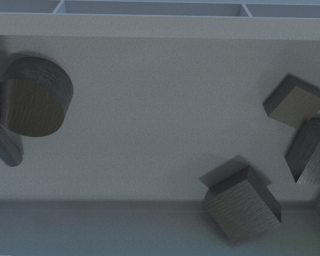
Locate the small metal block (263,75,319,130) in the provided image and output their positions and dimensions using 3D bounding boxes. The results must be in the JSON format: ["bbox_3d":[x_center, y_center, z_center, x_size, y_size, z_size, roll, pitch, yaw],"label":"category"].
[{"bbox_3d":[0.167,-0.031,0.386,0.050,0.025,0.050,20,127,-17],"label":"small metal block"}]

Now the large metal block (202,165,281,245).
[{"bbox_3d":[0.125,0.117,0.472,0.080,0.050,0.080,-37,91,26],"label":"large metal block"}]

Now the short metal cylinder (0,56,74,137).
[{"bbox_3d":[-0.147,-0.035,0.360,0.081,0.050,0.079,0,130,0],"label":"short metal cylinder"}]

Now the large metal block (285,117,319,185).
[{"bbox_3d":[0.232,0.033,0.425,0.081,0.050,0.079,3,130,-3],"label":"large metal block"}]

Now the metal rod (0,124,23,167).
[{"bbox_3d":[-0.182,-0.011,0.311,0.025,0.025,0.299,9,157,-8],"label":"metal rod"}]
